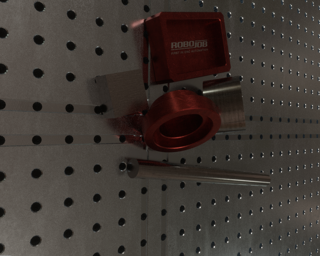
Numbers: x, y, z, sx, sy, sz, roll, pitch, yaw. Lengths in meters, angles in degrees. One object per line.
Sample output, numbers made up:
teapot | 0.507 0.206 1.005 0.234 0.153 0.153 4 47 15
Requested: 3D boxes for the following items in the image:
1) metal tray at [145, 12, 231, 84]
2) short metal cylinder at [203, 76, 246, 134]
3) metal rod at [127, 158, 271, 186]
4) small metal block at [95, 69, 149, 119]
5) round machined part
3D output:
metal tray | 0.046 -0.117 0.445 0.131 0.030 0.089 -17 101 -39
short metal cylinder | 0.093 -0.032 0.449 0.080 0.050 0.080 -8 91 -77
metal rod | 0.080 0.073 0.479 0.302 0.025 0.025 12 83 -40
small metal block | -0.045 -0.042 0.373 0.050 0.025 0.050 -19 102 -39
round machined part | 0.024 -0.011 0.395 0.099 0.098 0.042 16 47 -39
